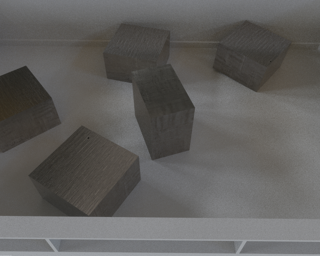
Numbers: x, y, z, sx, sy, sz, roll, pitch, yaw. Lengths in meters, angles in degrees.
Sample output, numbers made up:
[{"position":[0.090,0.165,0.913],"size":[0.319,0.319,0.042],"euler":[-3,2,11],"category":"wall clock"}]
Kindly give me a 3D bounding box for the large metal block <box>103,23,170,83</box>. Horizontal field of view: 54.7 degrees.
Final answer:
[{"position":[-0.033,-0.115,0.485],"size":[0.080,0.050,0.080],"euler":[12,51,9],"category":"large metal block"}]

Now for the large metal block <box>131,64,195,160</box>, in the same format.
[{"position":[0.002,-0.020,0.386],"size":[0.050,0.080,0.080],"euler":[-14,52,-12],"category":"large metal block"}]

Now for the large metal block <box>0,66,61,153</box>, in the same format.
[{"position":[-0.192,-0.027,0.409],"size":[0.081,0.050,0.080],"euler":[-31,57,-24],"category":"large metal block"}]

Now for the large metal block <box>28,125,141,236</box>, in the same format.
[{"position":[-0.078,0.055,0.342],"size":[0.080,0.050,0.080],"euler":[26,55,20],"category":"large metal block"}]

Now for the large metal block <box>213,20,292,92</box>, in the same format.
[{"position":[0.142,-0.114,0.483],"size":[0.080,0.050,0.080],"euler":[35,58,21],"category":"large metal block"}]
